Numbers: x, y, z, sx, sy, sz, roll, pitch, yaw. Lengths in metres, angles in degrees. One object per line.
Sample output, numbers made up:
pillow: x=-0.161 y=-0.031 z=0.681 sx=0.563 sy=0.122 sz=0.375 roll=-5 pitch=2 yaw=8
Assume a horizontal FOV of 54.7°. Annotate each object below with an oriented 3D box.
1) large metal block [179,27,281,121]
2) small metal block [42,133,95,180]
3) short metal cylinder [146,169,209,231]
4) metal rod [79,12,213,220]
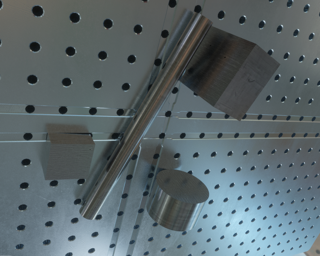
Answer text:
large metal block: x=0.082 y=-0.067 z=0.381 sx=0.050 sy=0.080 sz=0.080 roll=23 pitch=106 yaw=-37
small metal block: x=-0.110 y=0.034 z=0.373 sx=0.050 sy=0.025 sz=0.050 roll=3 pitch=117 yaw=-30
short metal cylinder: x=0.026 y=0.104 z=0.456 sx=0.081 sy=0.080 sz=0.050 roll=5 pitch=116 yaw=-31
metal rod: x=-0.025 y=-0.005 z=0.396 sx=0.025 sy=0.025 sz=0.299 roll=21 pitch=107 yaw=-37
